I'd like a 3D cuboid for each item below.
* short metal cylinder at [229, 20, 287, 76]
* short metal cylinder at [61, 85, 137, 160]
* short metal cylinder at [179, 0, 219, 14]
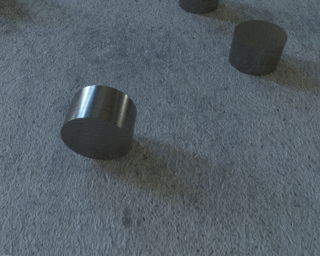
[{"bbox_3d":[0.155,-0.129,0.497,0.080,0.050,0.080,0,50,0],"label":"short metal cylinder"},{"bbox_3d":[-0.071,-0.005,0.371,0.080,0.080,0.050,4,50,3],"label":"short metal cylinder"},{"bbox_3d":[0.079,-0.270,0.614,0.080,0.050,0.080,0,50,0],"label":"short metal cylinder"}]
